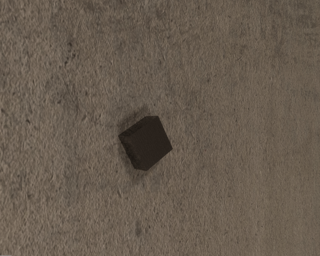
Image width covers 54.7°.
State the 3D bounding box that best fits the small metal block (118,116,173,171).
[{"bbox_3d":[-0.017,0.018,0.392,0.050,0.025,0.050,-37,113,-34],"label":"small metal block"}]
